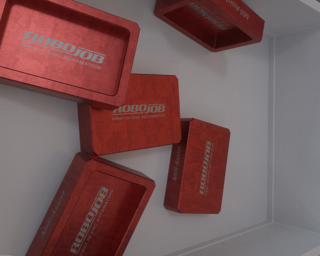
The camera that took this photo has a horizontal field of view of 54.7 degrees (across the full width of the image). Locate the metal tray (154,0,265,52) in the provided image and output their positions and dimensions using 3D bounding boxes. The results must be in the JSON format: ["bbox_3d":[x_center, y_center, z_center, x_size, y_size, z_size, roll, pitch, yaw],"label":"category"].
[{"bbox_3d":[0.069,-0.150,0.423,0.131,0.090,0.030,19,78,-39],"label":"metal tray"}]

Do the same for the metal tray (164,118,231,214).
[{"bbox_3d":[0.057,0.057,0.454,0.091,0.030,0.129,15,81,-39],"label":"metal tray"}]

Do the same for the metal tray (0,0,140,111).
[{"bbox_3d":[-0.092,-0.075,0.299,0.131,0.030,0.090,14,81,-20],"label":"metal tray"}]

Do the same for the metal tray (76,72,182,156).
[{"bbox_3d":[-0.033,-0.020,0.378,0.131,0.030,0.089,-6,94,-40],"label":"metal tray"}]

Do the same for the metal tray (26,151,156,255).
[{"bbox_3d":[-0.071,0.099,0.325,0.090,0.030,0.130,28,87,-37],"label":"metal tray"}]
